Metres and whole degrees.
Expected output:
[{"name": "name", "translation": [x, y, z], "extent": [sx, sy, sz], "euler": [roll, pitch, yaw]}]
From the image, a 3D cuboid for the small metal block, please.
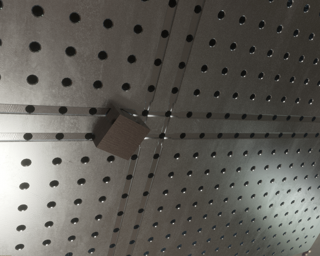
[{"name": "small metal block", "translation": [-0.049, 0.007, 0.390], "extent": [0.050, 0.025, 0.050], "euler": [29, 102, -38]}]
